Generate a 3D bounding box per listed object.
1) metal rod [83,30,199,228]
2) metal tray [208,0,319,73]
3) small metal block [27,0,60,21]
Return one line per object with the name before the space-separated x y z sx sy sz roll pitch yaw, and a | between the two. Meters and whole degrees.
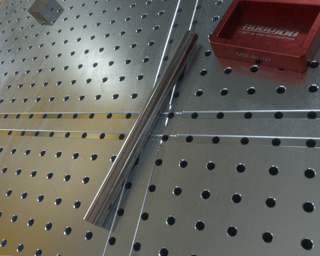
metal rod | -0.018 -0.011 0.423 0.025 0.025 0.300 15 69 34
metal tray | 0.142 -0.129 0.408 0.130 0.030 0.090 22 73 35
small metal block | -0.270 -0.279 0.718 0.050 0.025 0.050 20 72 35
